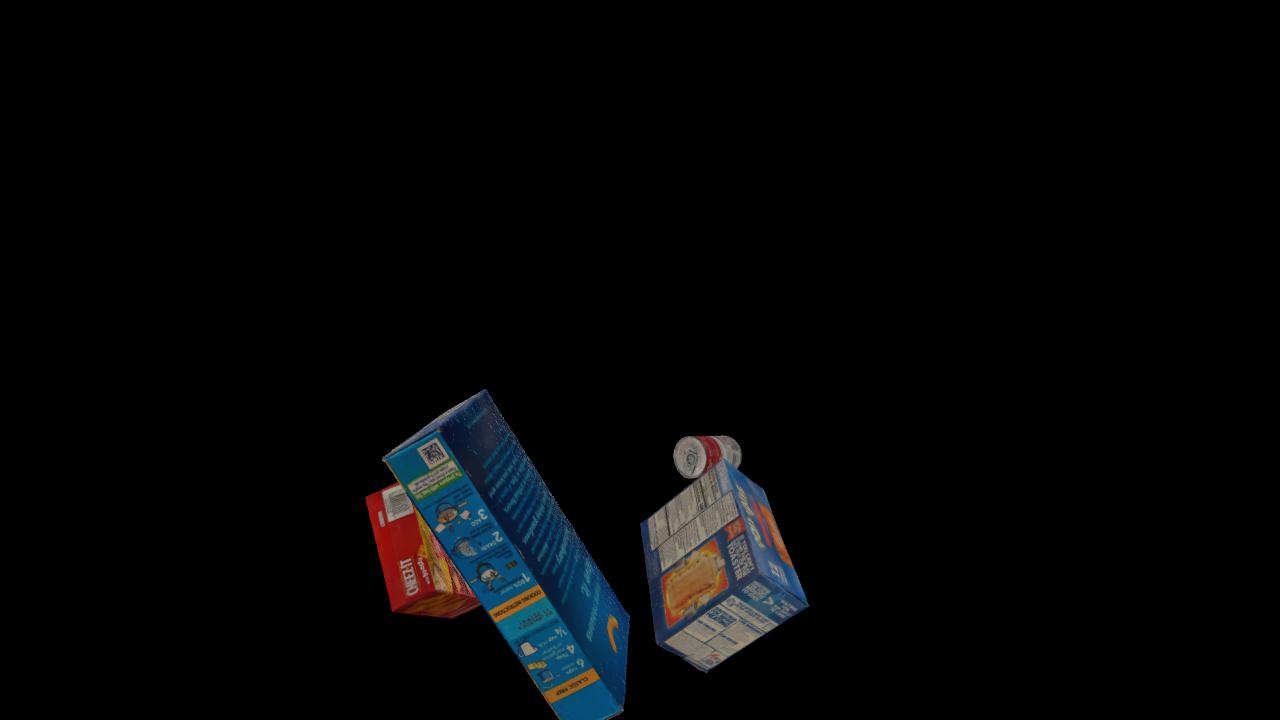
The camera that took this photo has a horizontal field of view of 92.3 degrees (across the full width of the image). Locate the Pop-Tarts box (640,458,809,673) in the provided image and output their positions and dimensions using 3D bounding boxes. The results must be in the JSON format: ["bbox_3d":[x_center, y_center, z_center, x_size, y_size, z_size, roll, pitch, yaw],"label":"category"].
[{"bbox_3d":[0.084,0.222,0.681,0.083,0.141,0.167,38,20,-26],"label":"Pop-Tarts box"}]

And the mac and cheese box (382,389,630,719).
[{"bbox_3d":[-0.068,0.111,0.362,0.041,0.184,0.093,-29,8,5],"label":"mac and cheese box"}]

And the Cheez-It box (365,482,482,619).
[{"bbox_3d":[-0.310,0.286,0.911,0.071,0.166,0.223,-23,-24,-6],"label":"Cheez-It box"}]

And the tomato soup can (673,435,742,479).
[{"bbox_3d":[0.112,0.157,1.010,0.068,0.068,0.101,0,-4,43],"label":"tomato soup can"}]
